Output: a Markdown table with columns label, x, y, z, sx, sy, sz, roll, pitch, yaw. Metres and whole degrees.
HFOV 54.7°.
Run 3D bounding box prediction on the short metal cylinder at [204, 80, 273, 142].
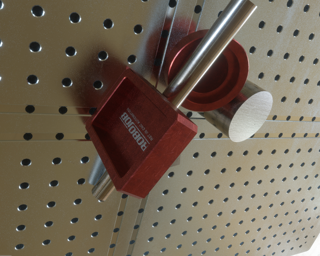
| label | x | y | z | sx | sy | sz | roll | pitch | yaw |
| --- | --- | --- | --- | --- | --- | --- | --- | --- | --- |
| short metal cylinder | 0.108 | -0.027 | 0.430 | 0.081 | 0.050 | 0.079 | -24 | 136 | -25 |

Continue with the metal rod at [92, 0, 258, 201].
| label | x | y | z | sx | sy | sz | roll | pitch | yaw |
| --- | --- | --- | --- | --- | --- | --- | --- | --- | --- |
| metal rod | 0.001 | -0.017 | 0.361 | 0.025 | 0.025 | 0.298 | 18 | 121 | -36 |

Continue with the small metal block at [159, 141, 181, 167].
| label | x | y | z | sx | sy | sz | roll | pitch | yaw |
| --- | --- | --- | --- | --- | --- | --- | --- | --- | --- |
| small metal block | 0.005 | 0.018 | 0.410 | 0.025 | 0.050 | 0.050 | -13 | 124 | -22 |

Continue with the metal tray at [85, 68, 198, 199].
| label | x | y | z | sx | sy | sz | roll | pitch | yaw |
| --- | --- | --- | --- | --- | --- | --- | --- | --- | --- |
| metal tray | -0.028 | -0.001 | 0.329 | 0.030 | 0.130 | 0.090 | 31 | 101 | -38 |

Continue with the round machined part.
| label | x | y | z | sx | sy | sz | roll | pitch | yaw |
| --- | --- | --- | --- | --- | --- | --- | --- | --- | --- |
| round machined part | 0.053 | -0.072 | 0.377 | 0.099 | 0.042 | 0.097 | -6 | 124 | -9 |
